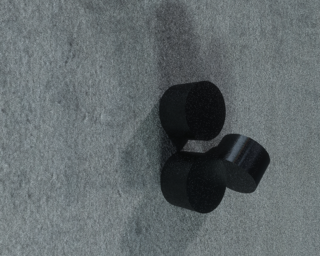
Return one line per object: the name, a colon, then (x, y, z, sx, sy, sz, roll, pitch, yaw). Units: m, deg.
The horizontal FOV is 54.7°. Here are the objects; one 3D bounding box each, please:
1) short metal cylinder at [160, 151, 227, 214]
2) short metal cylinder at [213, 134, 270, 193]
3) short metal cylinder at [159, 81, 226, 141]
short metal cylinder: (0.047, 0.073, 0.431, 0.081, 0.050, 0.079, 0, 90, -40)
short metal cylinder: (0.118, 0.054, 0.471, 0.050, 0.080, 0.080, -52, 121, -28)
short metal cylinder: (0.046, -0.023, 0.429, 0.081, 0.050, 0.079, 0, 90, -40)
